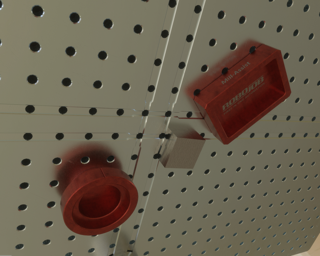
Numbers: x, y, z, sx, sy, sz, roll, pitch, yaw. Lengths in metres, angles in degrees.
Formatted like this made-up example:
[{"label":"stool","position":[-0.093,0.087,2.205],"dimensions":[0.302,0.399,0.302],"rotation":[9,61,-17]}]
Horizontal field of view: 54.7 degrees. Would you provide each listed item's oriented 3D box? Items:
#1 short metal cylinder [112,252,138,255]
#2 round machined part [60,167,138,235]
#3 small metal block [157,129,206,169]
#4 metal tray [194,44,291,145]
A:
[{"label":"short metal cylinder","position":[-0.063,0.258,0.522],"dimensions":[0.081,0.050,0.079],"rotation":[-14,124,-21]},{"label":"round machined part","position":[-0.082,0.092,0.413],"dimensions":[0.099,0.042,0.097],"rotation":[-14,125,-21]},{"label":"small metal block","position":[0.031,0.031,0.449],"dimensions":[0.050,0.025,0.050],"rotation":[7,115,-32]},{"label":"metal tray","position":[0.123,-0.047,0.448],"dimensions":[0.130,0.030,0.090],"rotation":[-38,130,-3]}]
